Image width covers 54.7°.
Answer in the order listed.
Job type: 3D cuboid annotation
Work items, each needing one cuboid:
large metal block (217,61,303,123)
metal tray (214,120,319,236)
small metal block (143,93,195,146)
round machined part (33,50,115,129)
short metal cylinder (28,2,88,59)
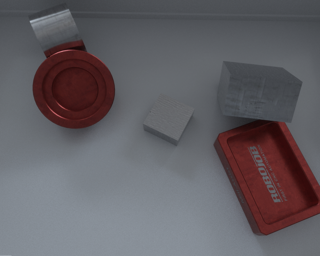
[{"bbox_3d":[0.120,-0.049,0.393,0.080,0.080,0.050,7,113,2],"label":"large metal block"},{"bbox_3d":[0.135,0.056,0.388,0.091,0.030,0.130,-19,71,-7],"label":"metal tray"},{"bbox_3d":[0.012,-0.011,0.414,0.050,0.025,0.050,26,72,9],"label":"small metal block"},{"bbox_3d":[-0.109,-0.051,0.403,0.099,0.042,0.097,-2,100,-11],"label":"round machined part"},{"bbox_3d":[-0.136,-0.123,0.424,0.050,0.080,0.080,-24,72,-9],"label":"short metal cylinder"}]
